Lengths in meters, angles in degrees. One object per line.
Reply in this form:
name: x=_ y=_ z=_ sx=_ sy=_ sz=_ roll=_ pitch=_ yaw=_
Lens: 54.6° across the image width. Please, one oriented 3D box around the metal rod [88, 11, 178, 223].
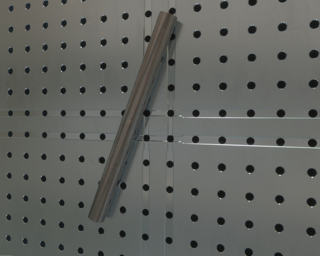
metal rod: x=-0.040 y=-0.010 z=0.427 sx=0.025 sy=0.025 sz=0.299 roll=23 pitch=97 yaw=18
